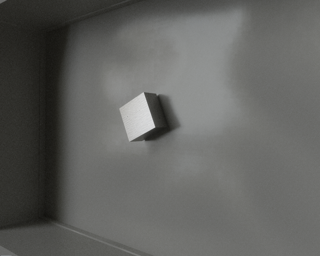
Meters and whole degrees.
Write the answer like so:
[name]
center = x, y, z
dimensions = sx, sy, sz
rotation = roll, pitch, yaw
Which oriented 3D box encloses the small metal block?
[small metal block]
center = -0.023, -0.014, 0.419
dimensions = 0.050, 0.025, 0.050
rotation = -29, 72, 36
